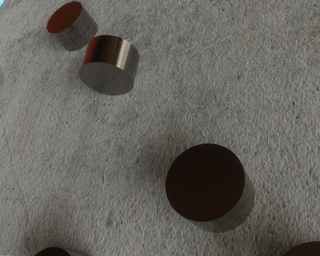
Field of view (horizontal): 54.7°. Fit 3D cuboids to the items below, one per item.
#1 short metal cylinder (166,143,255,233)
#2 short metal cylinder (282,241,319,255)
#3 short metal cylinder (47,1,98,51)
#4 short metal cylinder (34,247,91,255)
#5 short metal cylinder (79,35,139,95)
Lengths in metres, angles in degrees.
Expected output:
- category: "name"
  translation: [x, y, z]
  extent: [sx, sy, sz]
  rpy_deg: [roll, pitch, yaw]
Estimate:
- category: "short metal cylinder"
  translation: [0.053, 0.063, 0.322]
  extent: [0.080, 0.050, 0.080]
  rpy_deg: [-13, 56, 21]
- category: "short metal cylinder"
  translation: [0.130, 0.133, 0.238]
  extent: [0.080, 0.050, 0.080]
  rpy_deg: [-13, 56, 21]
- category: "short metal cylinder"
  translation: [-0.168, -0.195, 0.597]
  extent: [0.080, 0.050, 0.080]
  rpy_deg: [-13, 56, 21]
- category: "short metal cylinder"
  translation: [-0.107, 0.176, 0.337]
  extent: [0.080, 0.050, 0.080]
  rpy_deg: [-13, 56, 21]
- category: "short metal cylinder"
  translation: [-0.075, -0.092, 0.465]
  extent: [0.080, 0.080, 0.050]
  rpy_deg: [-5, 60, 26]
